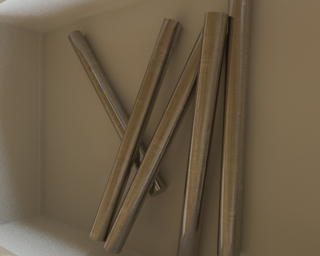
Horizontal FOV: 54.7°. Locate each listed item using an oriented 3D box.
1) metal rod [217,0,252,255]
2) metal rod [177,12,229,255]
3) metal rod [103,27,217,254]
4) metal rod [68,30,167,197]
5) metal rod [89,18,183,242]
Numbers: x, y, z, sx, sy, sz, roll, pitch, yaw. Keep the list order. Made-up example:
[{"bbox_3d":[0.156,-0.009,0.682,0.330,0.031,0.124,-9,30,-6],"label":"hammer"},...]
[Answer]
[{"bbox_3d":[0.081,-0.008,0.338,0.025,0.025,0.298,4,92,39],"label":"metal rod"},{"bbox_3d":[0.046,0.026,0.354,0.025,0.025,0.298,14,103,39],"label":"metal rod"},{"bbox_3d":[-0.001,0.023,0.381,0.025,0.025,0.298,31,102,35],"label":"metal rod"},{"bbox_3d":[-0.072,-0.035,0.463,0.025,0.025,0.299,-44,64,31],"label":"metal rod"},{"bbox_3d":[-0.033,0.006,0.404,0.025,0.025,0.298,23,96,37],"label":"metal rod"}]
